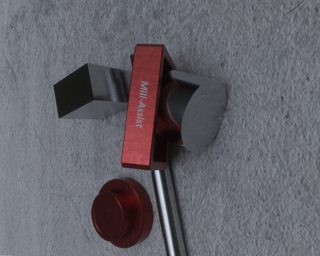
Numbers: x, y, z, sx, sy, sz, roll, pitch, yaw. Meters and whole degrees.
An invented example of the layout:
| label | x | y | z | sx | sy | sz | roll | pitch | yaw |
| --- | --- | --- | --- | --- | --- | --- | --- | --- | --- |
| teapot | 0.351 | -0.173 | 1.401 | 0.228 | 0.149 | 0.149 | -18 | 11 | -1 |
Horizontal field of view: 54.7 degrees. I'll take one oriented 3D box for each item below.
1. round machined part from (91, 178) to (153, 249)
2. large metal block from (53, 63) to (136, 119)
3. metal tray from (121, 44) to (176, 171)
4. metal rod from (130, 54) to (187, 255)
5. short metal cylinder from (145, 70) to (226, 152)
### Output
| label | x | y | z | sx | sy | sz | roll | pitch | yaw |
| --- | --- | --- | --- | --- | --- | --- | --- | --- | --- |
| round machined part | -0.060 | 0.122 | 0.441 | 0.098 | 0.042 | 0.097 | 0 | 90 | 39 |
| large metal block | -0.091 | -0.048 | 0.441 | 0.080 | 0.081 | 0.050 | -20 | 78 | 38 |
| metal tray | -0.008 | -0.018 | 0.352 | 0.030 | 0.090 | 0.129 | 5 | 84 | 13 |
| metal rod | -0.002 | 0.045 | 0.404 | 0.025 | 0.025 | 0.298 | -18 | 79 | 38 |
| short metal cylinder | 0.030 | -0.020 | 0.343 | 0.050 | 0.081 | 0.079 | 23 | 105 | 37 |
